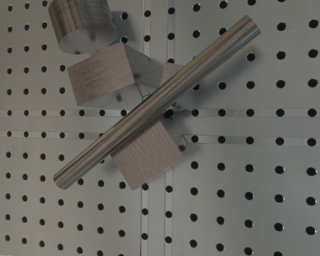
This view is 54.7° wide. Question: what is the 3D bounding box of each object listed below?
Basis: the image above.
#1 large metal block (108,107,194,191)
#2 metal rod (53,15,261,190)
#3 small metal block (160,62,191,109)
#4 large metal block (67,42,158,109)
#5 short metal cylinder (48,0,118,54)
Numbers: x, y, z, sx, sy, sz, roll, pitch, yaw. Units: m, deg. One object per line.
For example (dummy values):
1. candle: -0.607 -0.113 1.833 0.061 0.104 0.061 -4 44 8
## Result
1. large metal block: -0.016 0.023 0.405 0.080 0.050 0.080 -36 79 16
2. metal rod: -0.015 -0.019 0.364 0.300 0.025 0.025 -38 78 16
3. small metal block: 0.021 -0.052 0.392 0.025 0.050 0.050 15 95 19
4. large metal block: -0.058 -0.063 0.404 0.080 0.080 0.050 -19 84 19
5. short metal cylinder: -0.103 -0.141 0.420 0.080 0.080 0.050 -21 83 19
